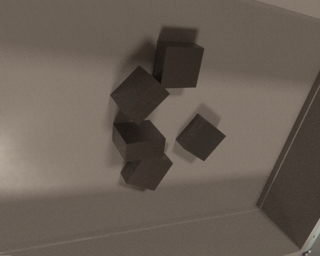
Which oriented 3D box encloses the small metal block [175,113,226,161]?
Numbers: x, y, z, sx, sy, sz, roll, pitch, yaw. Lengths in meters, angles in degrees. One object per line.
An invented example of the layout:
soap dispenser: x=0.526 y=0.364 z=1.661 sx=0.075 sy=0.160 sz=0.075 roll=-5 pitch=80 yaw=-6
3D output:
small metal block: x=0.060 y=0.014 z=0.452 sx=0.050 sy=0.025 sz=0.050 roll=34 pitch=99 yaw=-39

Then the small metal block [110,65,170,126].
small metal block: x=-0.024 y=-0.039 z=0.357 sx=0.050 sy=0.050 sz=0.025 roll=-45 pitch=130 yaw=3

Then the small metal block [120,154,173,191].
small metal block: x=-0.019 y=0.056 z=0.435 sx=0.050 sy=0.025 sz=0.050 roll=24 pitch=105 yaw=-37

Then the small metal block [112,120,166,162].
small metal block: x=-0.028 y=0.015 z=0.388 sx=0.050 sy=0.050 sz=0.025 roll=-7 pitch=122 yaw=-25

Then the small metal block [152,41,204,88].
small metal block: x=0.021 y=-0.076 z=0.375 sx=0.050 sy=0.025 sz=0.050 roll=-5 pitch=121 yaw=-26
